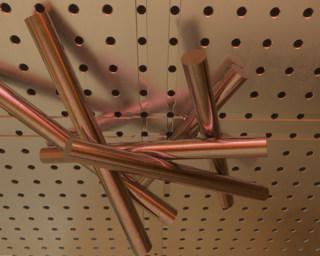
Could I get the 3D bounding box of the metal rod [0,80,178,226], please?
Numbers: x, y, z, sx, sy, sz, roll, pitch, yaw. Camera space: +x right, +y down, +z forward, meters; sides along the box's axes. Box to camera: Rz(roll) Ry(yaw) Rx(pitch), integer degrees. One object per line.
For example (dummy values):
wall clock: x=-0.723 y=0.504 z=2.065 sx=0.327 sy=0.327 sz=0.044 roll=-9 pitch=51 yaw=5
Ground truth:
metal rod: x=-0.101 y=0.028 z=0.385 sx=0.301 sy=0.025 sz=0.025 roll=38 pitch=122 yaw=-11

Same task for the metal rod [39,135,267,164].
metal rod: x=-0.023 y=0.029 z=0.395 sx=0.301 sy=0.025 sz=0.025 roll=-4 pitch=131 yaw=19

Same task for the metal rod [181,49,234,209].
metal rod: x=0.072 y=0.027 z=0.409 sx=0.025 sy=0.025 sz=0.299 roll=-12 pitch=137 yaw=10

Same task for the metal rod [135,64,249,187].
metal rod: x=0.014 y=0.032 z=0.438 sx=0.025 sy=0.025 sz=0.298 roll=25 pitch=126 yaw=-20

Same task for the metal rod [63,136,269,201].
metal rod: x=0.031 y=0.059 z=0.391 sx=0.302 sy=0.025 sz=0.025 roll=17 pitch=129 yaw=-31

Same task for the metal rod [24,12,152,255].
metal rod: x=-0.074 y=0.020 z=0.356 sx=0.025 sy=0.025 sz=0.299 roll=-17 pitch=106 yaw=14
